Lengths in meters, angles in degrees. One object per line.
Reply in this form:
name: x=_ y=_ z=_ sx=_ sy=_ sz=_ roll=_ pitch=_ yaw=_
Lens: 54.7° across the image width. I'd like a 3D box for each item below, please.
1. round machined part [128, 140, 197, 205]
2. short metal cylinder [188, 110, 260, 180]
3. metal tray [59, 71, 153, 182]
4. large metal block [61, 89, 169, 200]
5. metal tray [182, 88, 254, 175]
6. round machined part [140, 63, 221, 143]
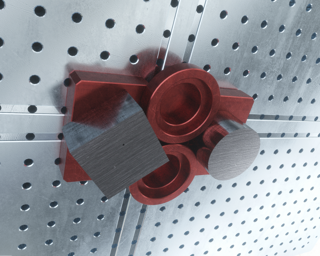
round machined part: x=-0.002 y=0.053 z=0.420 sx=0.099 sy=0.042 sz=0.097 roll=-14 pitch=124 yaw=-21
short metal cylinder: x=0.086 y=0.023 z=0.416 sx=0.081 sy=0.050 sz=0.079 roll=-14 pitch=124 yaw=-21
metal tray: x=-0.066 y=0.001 z=0.372 sx=0.091 sy=0.030 sz=0.129 roll=0 pitch=119 yaw=-30
large metal block: x=-0.048 y=0.018 z=0.341 sx=0.080 sy=0.050 sz=0.080 roll=-32 pitch=129 yaw=-7
metal tray: x=0.073 y=0.008 z=0.450 sx=0.091 sy=0.030 sz=0.129 roll=1 pitch=118 yaw=-29
round machined part: x=0.021 y=-0.033 z=0.379 sx=0.099 sy=0.042 sz=0.097 roll=-14 pitch=124 yaw=-21
